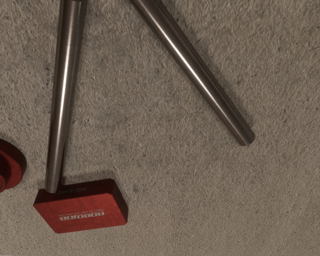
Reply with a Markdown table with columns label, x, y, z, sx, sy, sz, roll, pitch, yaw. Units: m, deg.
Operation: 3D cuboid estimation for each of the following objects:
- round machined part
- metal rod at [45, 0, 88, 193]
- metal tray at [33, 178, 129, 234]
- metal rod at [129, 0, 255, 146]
| label | x | y | z | sx | sy | sz | roll | pitch | yaw |
| --- | --- | --- | --- | --- | --- | --- | --- | --- | --- |
| round machined part | -0.248 | 0.059 | 0.443 | 0.099 | 0.042 | 0.097 | -1 | 130 | 0 |
| metal rod | -0.124 | -0.018 | 0.390 | 0.025 | 0.025 | 0.298 | 12 | 129 | -11 |
| metal tray | -0.128 | 0.132 | 0.514 | 0.131 | 0.030 | 0.090 | -10 | 130 | 8 |
| metal rod | 0.030 | -0.077 | 0.341 | 0.025 | 0.025 | 0.300 | -29 | 125 | 22 |
